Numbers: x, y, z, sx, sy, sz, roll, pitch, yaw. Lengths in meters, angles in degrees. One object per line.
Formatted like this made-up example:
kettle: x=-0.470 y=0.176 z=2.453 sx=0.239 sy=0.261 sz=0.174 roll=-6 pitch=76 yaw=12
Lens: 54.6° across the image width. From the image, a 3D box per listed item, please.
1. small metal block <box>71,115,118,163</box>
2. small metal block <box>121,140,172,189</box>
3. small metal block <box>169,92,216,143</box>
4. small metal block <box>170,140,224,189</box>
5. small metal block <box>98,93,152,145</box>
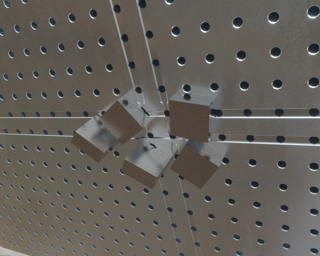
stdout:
small metal block: x=-0.092 y=0.015 z=0.454 sx=0.050 sy=0.050 sz=0.025 roll=36 pitch=129 yaw=4
small metal block: x=-0.018 y=0.051 z=0.437 sx=0.050 sy=0.050 sz=0.025 roll=28 pitch=128 yaw=10
small metal block: x=0.040 y=-0.014 z=0.382 sx=0.050 sy=0.025 sz=0.050 roll=11 pitch=123 yaw=22
small metal block: x=0.049 y=0.046 z=0.414 sx=0.050 sy=0.025 sz=0.050 roll=34 pitch=129 yaw=6
small metal block: x=-0.049 y=-0.012 z=0.430 sx=0.050 sy=0.025 sz=0.050 roll=48 pitch=129 yaw=-6
